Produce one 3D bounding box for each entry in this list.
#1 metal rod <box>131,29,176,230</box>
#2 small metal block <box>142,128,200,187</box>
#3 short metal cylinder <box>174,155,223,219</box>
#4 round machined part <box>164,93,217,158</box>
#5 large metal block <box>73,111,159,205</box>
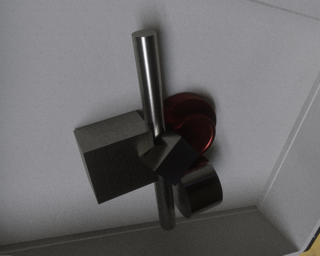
[{"bbox_3d":[-0.002,0.026,0.396,0.025,0.025,0.298,-19,126,-18],"label":"metal rod"},{"bbox_3d":[0.014,0.036,0.376,0.050,0.025,0.050,-52,137,-6],"label":"small metal block"},{"bbox_3d":[0.047,0.084,0.451,0.050,0.080,0.079,-19,126,-18],"label":"short metal cylinder"},{"bbox_3d":[0.036,0.005,0.419,0.099,0.042,0.097,-14,125,-21],"label":"round machined part"},{"bbox_3d":[-0.052,0.035,0.382,0.081,0.050,0.079,-19,126,-18],"label":"large metal block"}]
